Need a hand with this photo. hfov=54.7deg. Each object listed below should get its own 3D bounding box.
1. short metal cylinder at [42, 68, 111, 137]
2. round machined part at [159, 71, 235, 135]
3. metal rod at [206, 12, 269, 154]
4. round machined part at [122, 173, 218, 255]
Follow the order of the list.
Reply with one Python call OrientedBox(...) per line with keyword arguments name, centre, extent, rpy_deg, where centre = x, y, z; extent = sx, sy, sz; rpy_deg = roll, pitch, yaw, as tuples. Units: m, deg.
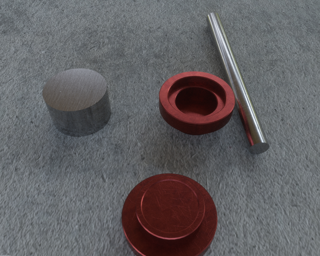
OrientedBox(name="short metal cylinder", centre=(-0.109, -0.035, 0.415), extent=(0.081, 0.050, 0.080), rpy_deg=(0, 50, 0))
OrientedBox(name="round machined part", centre=(0.048, -0.029, 0.417), extent=(0.099, 0.042, 0.098), rpy_deg=(0, 50, 0))
OrientedBox(name="metal rod", centre=(0.110, -0.089, 0.479), extent=(0.025, 0.025, 0.300), rpy_deg=(-3, 50, -3))
OrientedBox(name="round machined part", centre=(0.010, 0.088, 0.318), extent=(0.099, 0.042, 0.098), rpy_deg=(0, 50, 0))
